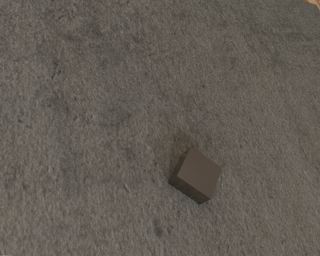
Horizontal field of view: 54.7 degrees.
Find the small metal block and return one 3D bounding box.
[{"bbox_3d":[0.045,0.060,0.393,0.050,0.025,0.050,35,51,-5],"label":"small metal block"}]
